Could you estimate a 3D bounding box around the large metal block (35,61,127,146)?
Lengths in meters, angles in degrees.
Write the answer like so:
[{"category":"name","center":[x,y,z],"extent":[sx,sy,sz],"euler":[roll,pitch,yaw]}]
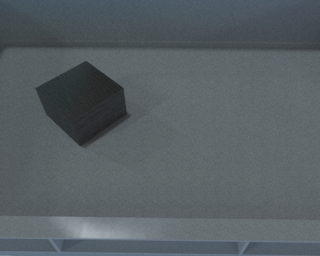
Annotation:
[{"category":"large metal block","center":[-0.104,-0.035,0.418],"extent":[0.080,0.050,0.080],"euler":[37,59,27]}]
